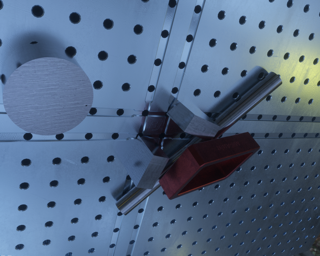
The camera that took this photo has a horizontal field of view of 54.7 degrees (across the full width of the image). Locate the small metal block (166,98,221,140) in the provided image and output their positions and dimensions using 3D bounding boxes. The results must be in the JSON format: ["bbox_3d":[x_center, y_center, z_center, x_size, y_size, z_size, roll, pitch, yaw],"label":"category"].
[{"bbox_3d":[0.045,-0.010,0.415,0.050,0.050,0.025,21,107,-37],"label":"small metal block"}]

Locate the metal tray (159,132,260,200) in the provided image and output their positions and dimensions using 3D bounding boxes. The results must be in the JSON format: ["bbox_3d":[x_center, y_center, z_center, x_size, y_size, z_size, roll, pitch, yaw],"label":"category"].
[{"bbox_3d":[0.072,0.052,0.441,0.131,0.030,0.089,-9,146,-40],"label":"metal tray"}]

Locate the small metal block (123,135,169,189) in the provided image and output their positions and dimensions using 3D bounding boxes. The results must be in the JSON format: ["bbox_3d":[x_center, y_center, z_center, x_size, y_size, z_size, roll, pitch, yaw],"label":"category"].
[{"bbox_3d":[-0.020,0.045,0.414,0.025,0.050,0.050,16,110,-35],"label":"small metal block"}]

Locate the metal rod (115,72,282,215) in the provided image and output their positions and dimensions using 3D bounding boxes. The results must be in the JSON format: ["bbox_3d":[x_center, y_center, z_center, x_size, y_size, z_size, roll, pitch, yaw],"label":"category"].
[{"bbox_3d":[0.058,0.022,0.458,0.300,0.025,0.025,-40,130,-1],"label":"metal rod"}]

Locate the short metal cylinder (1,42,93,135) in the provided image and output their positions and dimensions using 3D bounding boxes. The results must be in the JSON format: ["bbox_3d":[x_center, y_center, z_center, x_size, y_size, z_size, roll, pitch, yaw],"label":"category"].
[{"bbox_3d":[-0.113,-0.039,0.310,0.081,0.050,0.079,-14,124,-21],"label":"short metal cylinder"}]
